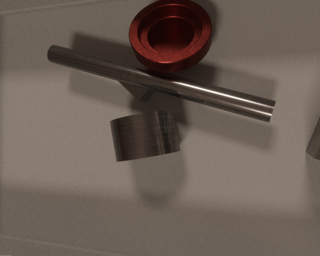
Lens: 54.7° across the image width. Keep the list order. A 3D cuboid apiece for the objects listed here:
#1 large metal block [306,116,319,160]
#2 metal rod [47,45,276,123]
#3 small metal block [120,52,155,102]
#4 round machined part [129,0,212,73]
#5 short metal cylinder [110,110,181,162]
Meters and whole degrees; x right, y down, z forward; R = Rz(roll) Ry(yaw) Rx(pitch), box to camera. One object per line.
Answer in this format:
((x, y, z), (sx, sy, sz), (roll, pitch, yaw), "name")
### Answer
((0.201, 0.018, 0.311), (0.080, 0.080, 0.050), (21, 97, 18), "large metal block")
((-0.012, -0.061, 0.387), (0.301, 0.025, 0.025), (18, 96, 18), "metal rod")
((-0.025, -0.071, 0.419), (0.050, 0.025, 0.050), (45, 103, 14), "small metal block")
((0.014, -0.108, 0.382), (0.099, 0.042, 0.098), (-3, 65, 7), "round machined part")
((-0.018, 0.011, 0.387), (0.080, 0.080, 0.050), (-11, 87, 19), "short metal cylinder")
